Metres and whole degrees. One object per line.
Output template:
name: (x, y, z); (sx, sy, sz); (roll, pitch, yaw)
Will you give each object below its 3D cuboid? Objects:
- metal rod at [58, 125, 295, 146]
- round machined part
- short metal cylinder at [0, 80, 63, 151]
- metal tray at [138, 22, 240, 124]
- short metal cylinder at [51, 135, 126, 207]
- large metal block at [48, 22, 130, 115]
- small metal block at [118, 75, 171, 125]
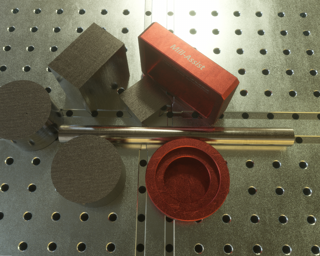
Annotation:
metal rod: (0.021, 0.010, 0.408); (0.302, 0.025, 0.025); (1, 70, 0)
round machined part: (0.032, 0.064, 0.379); (0.099, 0.042, 0.098); (0, 70, 0)
short metal cylinder: (-0.173, -0.015, 0.402); (0.081, 0.050, 0.080); (0, 70, 0)
metal tray: (0.032, -0.068, 0.402); (0.130, 0.090, 0.030); (38, 75, 13)
short metal cylinder: (-0.084, 0.054, 0.377); (0.081, 0.050, 0.080); (0, 70, 0)
large metal block: (-0.088, -0.075, 0.410); (0.050, 0.080, 0.080); (37, 74, 12)
small metal block: (-0.020, -0.036, 0.425); (0.050, 0.025, 0.050); (-37, 74, -13)
